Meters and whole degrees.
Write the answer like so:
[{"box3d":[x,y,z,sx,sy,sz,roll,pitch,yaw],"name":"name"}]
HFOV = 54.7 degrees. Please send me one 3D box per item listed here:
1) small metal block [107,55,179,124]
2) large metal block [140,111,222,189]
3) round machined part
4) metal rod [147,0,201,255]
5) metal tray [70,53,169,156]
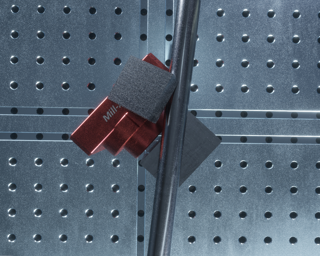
[{"box3d":[-0.017,-0.039,0.315,0.050,0.025,0.050,28,88,18],"name":"small metal block"},{"box3d":[0.023,0.027,0.383,0.050,0.080,0.080,43,90,-1],"name":"large metal block"},{"box3d":[-0.022,-0.001,0.380,0.042,0.098,0.098,42,90,0],"name":"round machined part"},{"box3d":[0.014,0.011,0.333,0.025,0.025,0.298,7,90,-1],"name":"metal rod"},{"box3d":[-0.044,-0.026,0.380,0.030,0.090,0.130,43,90,0],"name":"metal tray"}]
